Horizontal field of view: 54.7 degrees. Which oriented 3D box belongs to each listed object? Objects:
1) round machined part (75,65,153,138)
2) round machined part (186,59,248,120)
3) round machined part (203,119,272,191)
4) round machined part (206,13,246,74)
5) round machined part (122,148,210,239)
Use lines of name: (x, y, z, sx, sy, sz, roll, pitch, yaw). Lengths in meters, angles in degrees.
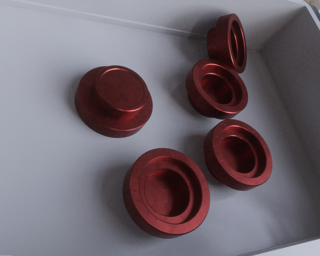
round machined part: (-0.054, -0.040, 0.391, 0.099, 0.042, 0.098, 14, 56, -21)
round machined part: (0.082, -0.055, 0.474, 0.099, 0.042, 0.098, 14, 56, -21)
round machined part: (0.102, 0.040, 0.427, 0.099, 0.042, 0.098, 14, 56, -21)
round machined part: (0.111, -0.137, 0.520, 0.098, 0.042, 0.097, 10, 78, -58)
round machined part: (0.004, 0.075, 0.352, 0.099, 0.042, 0.098, 14, 56, -21)
